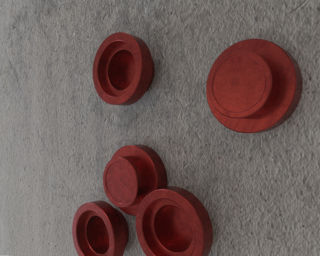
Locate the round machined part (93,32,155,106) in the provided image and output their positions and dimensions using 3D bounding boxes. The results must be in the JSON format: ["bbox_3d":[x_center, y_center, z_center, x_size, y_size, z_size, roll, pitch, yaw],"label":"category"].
[{"bbox_3d":[-0.047,-0.080,0.433,0.098,0.042,0.097,0,90,40],"label":"round machined part"}]

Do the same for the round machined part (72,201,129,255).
[{"bbox_3d":[-0.085,0.158,0.464,0.098,0.042,0.097,0,90,40],"label":"round machined part"}]

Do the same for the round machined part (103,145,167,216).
[{"bbox_3d":[-0.041,0.073,0.428,0.098,0.042,0.097,0,90,40],"label":"round machined part"}]

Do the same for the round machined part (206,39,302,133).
[{"bbox_3d":[0.089,-0.043,0.320,0.098,0.042,0.097,0,90,40],"label":"round machined part"}]

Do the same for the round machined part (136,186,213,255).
[{"bbox_3d":[0.021,0.119,0.375,0.098,0.042,0.097,1,92,37],"label":"round machined part"}]
